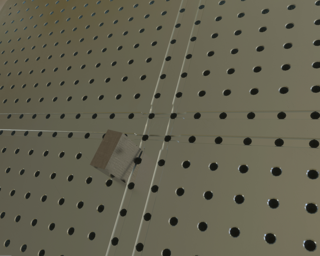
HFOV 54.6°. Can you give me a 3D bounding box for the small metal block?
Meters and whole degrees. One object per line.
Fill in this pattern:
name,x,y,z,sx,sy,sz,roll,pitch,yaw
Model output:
small metal block,-0.055,0.037,0.400,0.025,0.050,0.050,12,68,33
